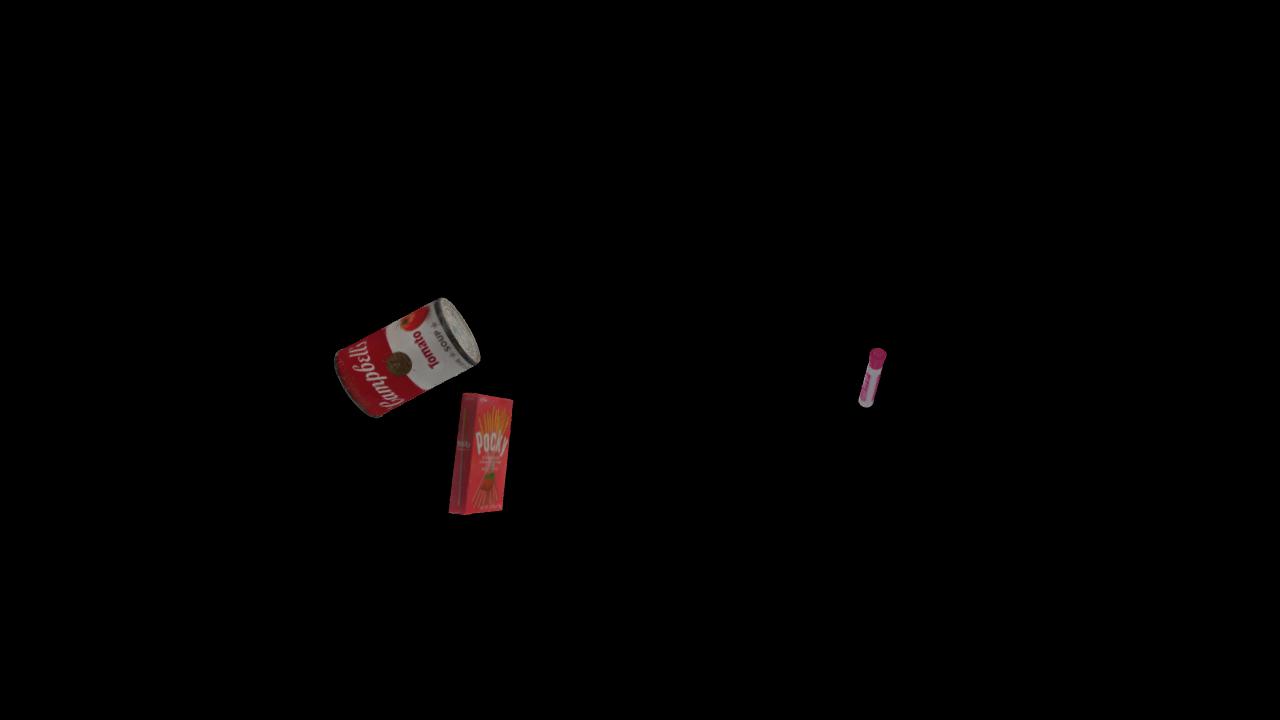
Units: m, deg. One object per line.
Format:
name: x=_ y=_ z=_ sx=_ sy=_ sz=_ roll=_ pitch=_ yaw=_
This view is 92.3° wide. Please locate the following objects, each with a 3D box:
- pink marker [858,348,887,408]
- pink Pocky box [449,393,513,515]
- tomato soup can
pink marker: x=0.289 y=0.023 z=0.767 sx=0.020 sy=0.020 sz=0.121 roll=0 pitch=-33 yaw=12
pink Pocky box: x=-0.209 y=0.124 z=0.817 sx=0.029 sy=0.155 sz=0.084 roll=1 pitch=-9 yaw=22
tomato soup can: x=-0.199 y=-0.002 z=0.535 sx=0.101 sy=0.068 sz=0.068 roll=-28 pitch=1 yaw=-1
